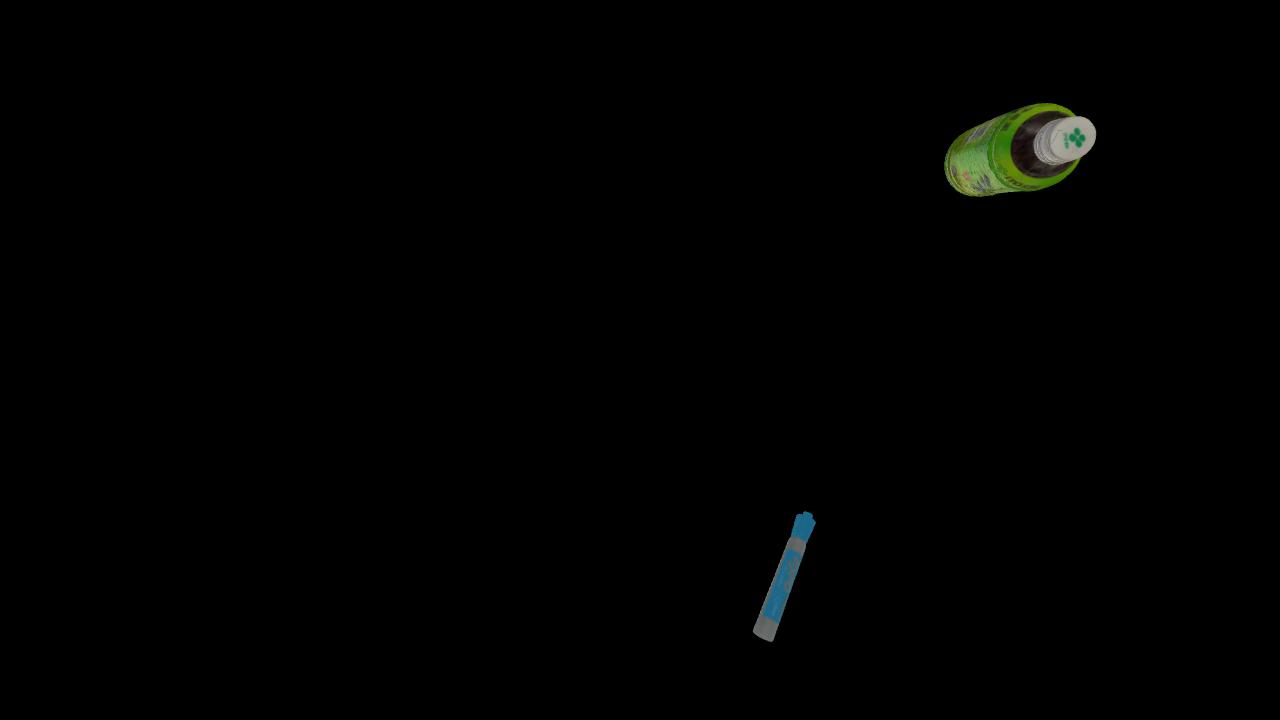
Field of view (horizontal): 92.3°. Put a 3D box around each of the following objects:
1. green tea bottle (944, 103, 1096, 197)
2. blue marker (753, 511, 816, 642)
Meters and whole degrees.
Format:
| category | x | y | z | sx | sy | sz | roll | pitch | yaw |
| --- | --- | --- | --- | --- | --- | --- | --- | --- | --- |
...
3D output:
| category | x | y | z | sx | sy | sz | roll | pitch | yaw |
| --- | --- | --- | --- | --- | --- | --- | --- | --- | --- |
| green tea bottle | 0.328 | -0.182 | 0.538 | 0.073 | 0.073 | 0.212 | 0 | 12 | 14 |
| blue marker | 0.133 | 0.193 | 0.560 | 0.020 | 0.121 | 0.020 | 24 | -26 | 12 |
